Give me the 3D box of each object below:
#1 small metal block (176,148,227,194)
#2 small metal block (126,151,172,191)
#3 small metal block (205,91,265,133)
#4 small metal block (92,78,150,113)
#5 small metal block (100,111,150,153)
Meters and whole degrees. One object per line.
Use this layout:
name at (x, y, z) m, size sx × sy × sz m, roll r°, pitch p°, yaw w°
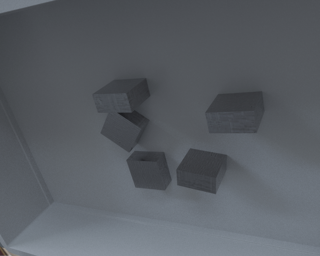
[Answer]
small metal block at (0.054, 0.054, 0.397) m, size 0.050 × 0.050 × 0.025 m, roll 9°, pitch 122°, yaw 23°
small metal block at (-0.016, 0.062, 0.455) m, size 0.050 × 0.025 × 0.050 m, roll -1°, pitch 118°, yaw 28°
small metal block at (0.083, -0.017, 0.338) m, size 0.050 × 0.050 × 0.025 m, roll -1°, pitch 118°, yaw 28°
small metal block at (-0.048, -0.042, 0.392) m, size 0.050 × 0.050 × 0.025 m, roll 1°, pitch 119°, yaw 27°
small metal block at (-0.050, -0.002, 0.434) m, size 0.050 × 0.025 × 0.050 m, roll 34°, pitch 129°, yaw 6°
